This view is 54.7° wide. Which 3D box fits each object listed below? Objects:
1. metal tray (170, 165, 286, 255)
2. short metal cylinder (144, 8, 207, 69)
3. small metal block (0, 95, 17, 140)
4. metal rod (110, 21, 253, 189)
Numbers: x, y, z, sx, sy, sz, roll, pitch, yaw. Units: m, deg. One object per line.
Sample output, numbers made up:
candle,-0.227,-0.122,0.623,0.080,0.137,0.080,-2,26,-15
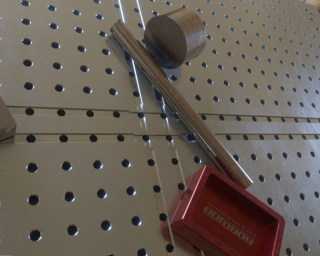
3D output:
metal tray,0.088,0.118,0.382,0.130,0.030,0.090,36,51,-5
short metal cylinder,0.023,-0.136,0.470,0.080,0.080,0.050,49,51,6
small metal block,-0.184,-0.010,0.316,0.050,0.025,0.050,-26,76,-37
metal rod,0.026,-0.036,0.445,0.025,0.025,0.300,-31,79,-38
